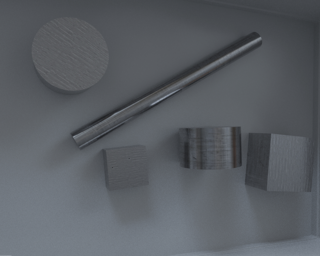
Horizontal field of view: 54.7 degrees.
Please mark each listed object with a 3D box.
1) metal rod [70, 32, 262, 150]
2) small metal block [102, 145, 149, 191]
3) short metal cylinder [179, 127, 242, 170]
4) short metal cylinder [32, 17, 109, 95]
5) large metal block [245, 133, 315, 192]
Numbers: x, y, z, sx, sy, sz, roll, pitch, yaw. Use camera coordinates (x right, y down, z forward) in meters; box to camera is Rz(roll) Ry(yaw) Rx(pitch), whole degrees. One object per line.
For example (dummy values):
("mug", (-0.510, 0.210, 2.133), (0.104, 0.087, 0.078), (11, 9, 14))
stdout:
("metal rod", (0.021, -0.058, 0.419), (0.302, 0.025, 0.025), (-31, 101, -18))
("small metal block", (-0.044, 0.049, 0.395), (0.050, 0.025, 0.050), (-5, 92, -20))
("short metal cylinder", (0.066, 0.024, 0.407), (0.081, 0.080, 0.050), (-2, 91, -20))
("short metal cylinder", (-0.104, -0.080, 0.359), (0.081, 0.050, 0.079), (0, 90, -21))
("large metal block", (0.180, 0.051, 0.466), (0.081, 0.050, 0.080), (6, 88, -20))
